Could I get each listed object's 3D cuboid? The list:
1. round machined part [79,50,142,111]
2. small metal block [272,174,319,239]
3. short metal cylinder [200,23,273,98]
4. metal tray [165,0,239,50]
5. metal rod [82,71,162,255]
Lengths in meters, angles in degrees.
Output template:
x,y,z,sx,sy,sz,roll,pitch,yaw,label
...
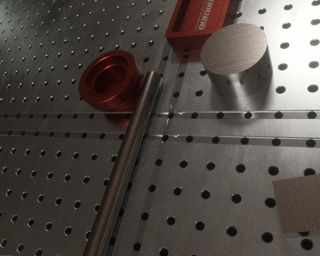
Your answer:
x,y,z,sx,sy,sz,roll,pitch,yaw,label
-0.071,-0.068,0.475,0.098,0.042,0.098,-13,56,20,round machined part
0.138,0.074,0.291,0.050,0.025,0.050,-14,56,20,small metal block
0.098,-0.085,0.392,0.080,0.050,0.080,-13,56,20,short metal cylinder
0.069,-0.182,0.479,0.090,0.030,0.130,5,64,30,metal tray
-0.048,0.055,0.398,0.025,0.025,0.300,3,63,29,metal rod
